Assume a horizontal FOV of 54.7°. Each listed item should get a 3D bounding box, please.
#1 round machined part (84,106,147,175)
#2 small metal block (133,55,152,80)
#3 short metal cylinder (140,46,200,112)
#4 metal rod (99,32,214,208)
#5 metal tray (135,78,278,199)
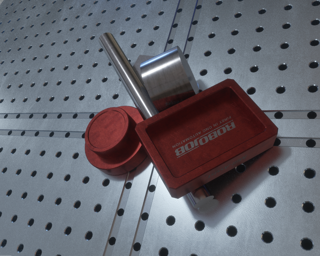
[{"bbox_3d":[-0.062,0.010,0.421,0.098,0.042,0.098,-13,56,20],"label":"round machined part"},{"bbox_3d":[-0.016,-0.081,0.465,0.050,0.025,0.050,14,69,33],"label":"small metal block"},{"bbox_3d":[0.016,-0.058,0.399,0.050,0.080,0.080,-23,54,14],"label":"short metal cylinder"},{"bbox_3d":[-0.019,-0.030,0.413,0.025,0.025,0.299,-34,59,5],"label":"metal rod"},{"bbox_3d":[0.050,0.008,0.346,0.131,0.030,0.090,-27,59,-9],"label":"metal tray"}]
